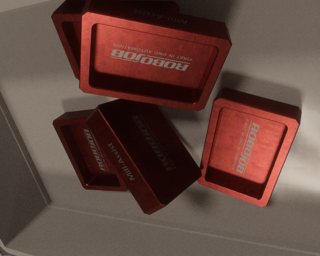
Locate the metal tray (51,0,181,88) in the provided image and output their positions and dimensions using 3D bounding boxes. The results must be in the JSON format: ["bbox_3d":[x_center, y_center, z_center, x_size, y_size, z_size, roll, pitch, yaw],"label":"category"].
[{"bbox_3d":[-0.043,-0.091,0.343,0.131,0.030,0.090,7,139,15],"label":"metal tray"}]

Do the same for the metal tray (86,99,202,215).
[{"bbox_3d":[-0.016,0.024,0.368,0.030,0.091,0.130,-39,81,39],"label":"metal tray"}]

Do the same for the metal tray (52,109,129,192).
[{"bbox_3d":[-0.100,0.036,0.478,0.090,0.030,0.129,-4,117,29],"label":"metal tray"}]

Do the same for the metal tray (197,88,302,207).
[{"bbox_3d":[0.100,0.025,0.367,0.090,0.030,0.129,18,126,17],"label":"metal tray"}]

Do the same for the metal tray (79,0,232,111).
[{"bbox_3d":[-0.009,-0.067,0.301,0.131,0.030,0.089,9,137,-8],"label":"metal tray"}]
